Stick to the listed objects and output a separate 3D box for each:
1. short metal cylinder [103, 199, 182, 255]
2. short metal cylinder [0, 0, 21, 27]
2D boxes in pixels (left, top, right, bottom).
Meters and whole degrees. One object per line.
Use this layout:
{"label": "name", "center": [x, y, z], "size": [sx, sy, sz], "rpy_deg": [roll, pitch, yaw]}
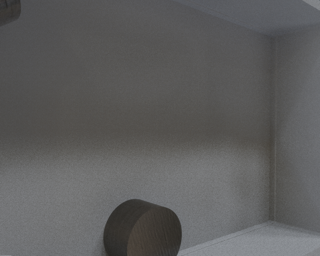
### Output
{"label": "short metal cylinder", "center": [-0.020, 0.130, 0.374], "size": [0.081, 0.050, 0.080], "rpy_deg": [0, 90, -40]}
{"label": "short metal cylinder", "center": [-0.156, -0.113, 0.239], "size": [0.050, 0.080, 0.080], "rpy_deg": [-41, 115, -32]}
